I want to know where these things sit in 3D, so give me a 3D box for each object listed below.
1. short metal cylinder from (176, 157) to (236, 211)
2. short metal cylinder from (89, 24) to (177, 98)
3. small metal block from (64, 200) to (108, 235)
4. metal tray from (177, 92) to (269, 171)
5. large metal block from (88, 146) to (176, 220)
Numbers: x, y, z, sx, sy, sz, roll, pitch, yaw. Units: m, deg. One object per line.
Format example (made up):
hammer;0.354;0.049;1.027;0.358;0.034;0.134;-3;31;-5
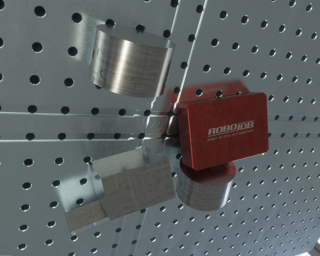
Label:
short metal cylinder;0.066;0.074;0.456;0.081;0.080;0.050;-11;127;-23
short metal cylinder;-0.028;-0.070;0.317;0.081;0.080;0.050;1;118;-29
small metal block;-0.098;0.120;0.416;0.050;0.025;0.050;-19;162;-17
metal tray;0.092;0.001;0.439;0.131;0.030;0.089;-11;102;-23
large metal block;-0.037;0.064;0.386;0.081;0.080;0.050;-15;102;-21
